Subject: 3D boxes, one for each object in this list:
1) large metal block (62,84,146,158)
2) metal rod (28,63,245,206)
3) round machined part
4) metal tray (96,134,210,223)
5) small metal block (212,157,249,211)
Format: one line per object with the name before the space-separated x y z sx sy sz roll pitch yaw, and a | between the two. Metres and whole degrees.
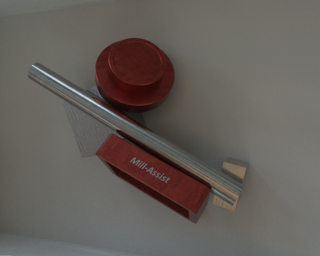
large metal block | -0.072 -0.013 0.420 0.080 0.050 0.080 -24 82 18
metal rod | -0.041 -0.002 0.368 0.301 0.025 0.025 31 100 17
round machined part | -0.030 -0.071 0.382 0.099 0.042 0.098 5 65 -10
metal tray | -0.006 0.063 0.372 0.130 0.090 0.030 28 72 17
small metal block | 0.085 0.064 0.365 0.025 0.050 0.050 15 95 19
